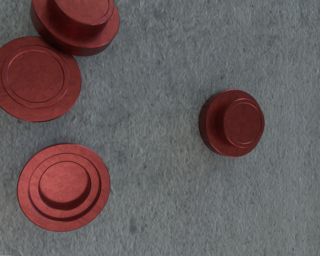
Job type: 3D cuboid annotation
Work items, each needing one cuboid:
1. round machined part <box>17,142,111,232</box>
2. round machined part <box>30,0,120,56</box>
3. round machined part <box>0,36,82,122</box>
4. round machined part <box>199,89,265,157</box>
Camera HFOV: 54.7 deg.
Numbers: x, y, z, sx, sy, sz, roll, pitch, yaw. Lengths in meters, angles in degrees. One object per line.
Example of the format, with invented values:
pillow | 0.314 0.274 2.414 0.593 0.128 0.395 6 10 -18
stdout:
round machined part | -0.110 0.065 0.360 0.099 0.042 0.097 0 90 -21
round machined part | -0.092 -0.135 0.350 0.099 0.042 0.098 11 67 -26
round machined part | -0.139 -0.055 0.349 0.099 0.042 0.097 0 90 -21
round machined part | 0.108 -0.007 0.442 0.099 0.042 0.097 0 90 -21
